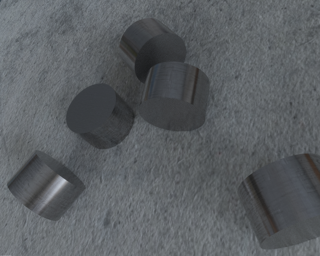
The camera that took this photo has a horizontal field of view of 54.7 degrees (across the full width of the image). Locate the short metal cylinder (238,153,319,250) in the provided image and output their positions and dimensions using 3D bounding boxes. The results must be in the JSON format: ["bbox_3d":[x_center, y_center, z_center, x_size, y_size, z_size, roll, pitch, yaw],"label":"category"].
[{"bbox_3d":[0.115,0.065,0.268,0.080,0.080,0.050,-25,53,12],"label":"short metal cylinder"}]

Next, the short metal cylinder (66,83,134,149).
[{"bbox_3d":[-0.084,-0.016,0.440,0.080,0.050,0.080,-13,56,20],"label":"short metal cylinder"}]

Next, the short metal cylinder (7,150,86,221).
[{"bbox_3d":[-0.144,0.073,0.397,0.080,0.080,0.050,33,80,38],"label":"short metal cylinder"}]

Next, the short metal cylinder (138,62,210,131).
[{"bbox_3d":[0.018,-0.036,0.380,0.080,0.080,0.050,-3,61,26],"label":"short metal cylinder"}]

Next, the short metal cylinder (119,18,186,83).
[{"bbox_3d":[-0.010,-0.107,0.438,0.080,0.080,0.050,-39,51,1],"label":"short metal cylinder"}]
